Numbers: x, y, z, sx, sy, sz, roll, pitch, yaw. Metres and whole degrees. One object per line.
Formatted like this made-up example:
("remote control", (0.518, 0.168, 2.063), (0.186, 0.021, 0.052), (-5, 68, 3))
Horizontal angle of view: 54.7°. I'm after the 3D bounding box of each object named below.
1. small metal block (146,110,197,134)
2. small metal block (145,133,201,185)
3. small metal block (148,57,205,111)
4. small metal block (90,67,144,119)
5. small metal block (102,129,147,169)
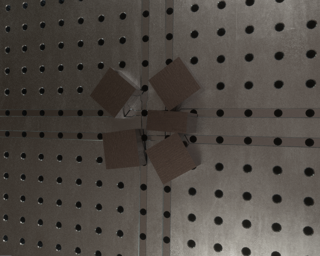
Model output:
("small metal block", (0.016, -0.008, 0.393), (0.050, 0.050, 0.025), (5, 92, 19))
("small metal block", (0.017, 0.039, 0.406), (0.050, 0.025, 0.050), (-31, 80, 17))
("small metal block", (0.022, -0.056, 0.404), (0.050, 0.025, 0.050), (-36, 79, 16))
("small metal block", (-0.061, -0.048, 0.433), (0.050, 0.025, 0.050), (41, 103, 15))
("small metal block", (-0.049, 0.029, 0.429), (0.050, 0.025, 0.050), (-8, 87, 19))
